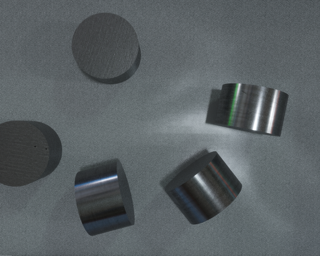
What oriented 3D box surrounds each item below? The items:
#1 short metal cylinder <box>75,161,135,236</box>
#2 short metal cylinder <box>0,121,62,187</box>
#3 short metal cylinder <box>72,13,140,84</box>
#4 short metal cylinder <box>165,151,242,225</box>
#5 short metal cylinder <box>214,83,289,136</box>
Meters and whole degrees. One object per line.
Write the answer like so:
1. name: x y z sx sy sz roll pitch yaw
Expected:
1. short metal cylinder: -0.066 0.086 0.383 0.050 0.080 0.080 -15 90 0
2. short metal cylinder: -0.174 0.031 0.397 0.081 0.050 0.079 0 90 -1
3. short metal cylinder: -0.066 -0.099 0.398 0.081 0.050 0.079 0 90 -1
4. short metal cylinder: 0.053 0.073 0.385 0.080 0.080 0.050 -37 91 0
5. short metal cylinder: 0.113 -0.022 0.385 0.080 0.080 0.050 11 90 -1
